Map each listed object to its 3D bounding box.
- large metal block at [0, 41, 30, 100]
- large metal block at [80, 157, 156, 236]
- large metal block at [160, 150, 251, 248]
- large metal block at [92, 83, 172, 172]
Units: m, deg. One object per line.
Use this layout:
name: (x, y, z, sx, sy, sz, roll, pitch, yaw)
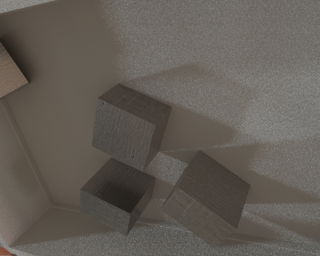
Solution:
large metal block: (-0.250, -0.079, 0.447, 0.080, 0.080, 0.050, 60, 164, -15)
large metal block: (-0.063, 0.101, 0.468, 0.080, 0.080, 0.050, 22, 127, 15)
large metal block: (0.060, 0.088, 0.396, 0.080, 0.080, 0.050, 35, 129, 5)
large metal block: (-0.039, -0.001, 0.412, 0.080, 0.050, 0.079, 25, 127, 12)
